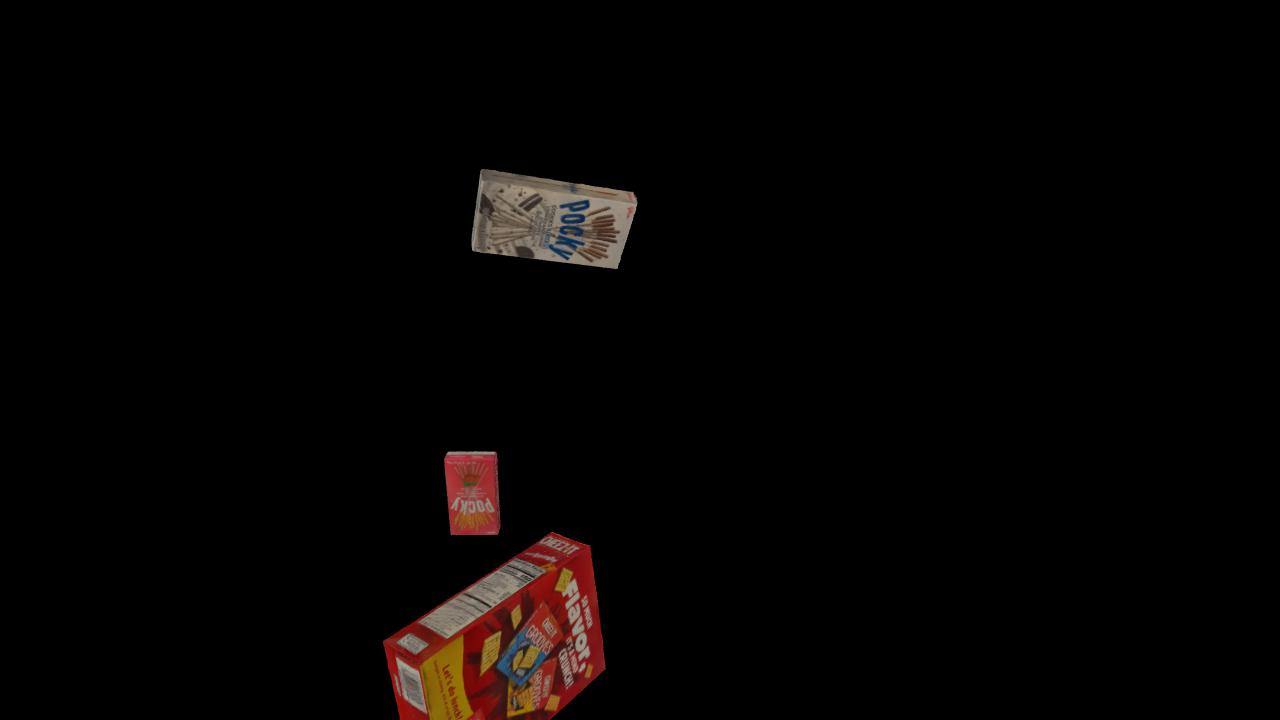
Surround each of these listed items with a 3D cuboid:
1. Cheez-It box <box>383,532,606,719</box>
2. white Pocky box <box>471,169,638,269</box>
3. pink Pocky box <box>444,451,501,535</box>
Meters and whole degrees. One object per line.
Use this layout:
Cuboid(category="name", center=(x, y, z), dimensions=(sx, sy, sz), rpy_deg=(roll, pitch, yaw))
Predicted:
Cuboid(category="Cheez-It box", center=(-0.137, 0.307, 0.640), dimensions=(0.071, 0.166, 0.223), rpy_deg=(7, 19, 38))
Cuboid(category="white Pocky box", center=(-0.087, -0.139, 0.619), dimensions=(0.154, 0.084, 0.028), rpy_deg=(4, 43, -20))
Cuboid(category="pink Pocky box", center=(-0.286, 0.231, 1.057), dimensions=(0.084, 0.155, 0.029), rpy_deg=(1, 20, -4))
